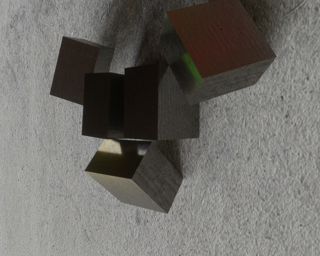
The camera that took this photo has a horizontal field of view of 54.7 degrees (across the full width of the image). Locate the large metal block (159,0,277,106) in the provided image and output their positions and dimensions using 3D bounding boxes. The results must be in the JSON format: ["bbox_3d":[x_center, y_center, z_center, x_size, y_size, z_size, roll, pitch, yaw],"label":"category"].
[{"bbox_3d":[0.054,-0.079,0.316,0.050,0.081,0.080,108,140,-64],"label":"large metal block"}]

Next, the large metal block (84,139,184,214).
[{"bbox_3d":[-0.031,0.059,0.386,0.080,0.080,0.050,1,52,40],"label":"large metal block"}]

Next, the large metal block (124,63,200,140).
[{"bbox_3d":[0.004,-0.028,0.365,0.050,0.081,0.079,1,91,40],"label":"large metal block"}]

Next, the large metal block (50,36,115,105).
[{"bbox_3d":[-0.109,-0.083,0.446,0.050,0.080,0.079,18,104,1],"label":"large metal block"}]

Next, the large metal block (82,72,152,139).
[{"bbox_3d":[-0.054,-0.028,0.413,0.050,0.081,0.079,6,94,39],"label":"large metal block"}]
